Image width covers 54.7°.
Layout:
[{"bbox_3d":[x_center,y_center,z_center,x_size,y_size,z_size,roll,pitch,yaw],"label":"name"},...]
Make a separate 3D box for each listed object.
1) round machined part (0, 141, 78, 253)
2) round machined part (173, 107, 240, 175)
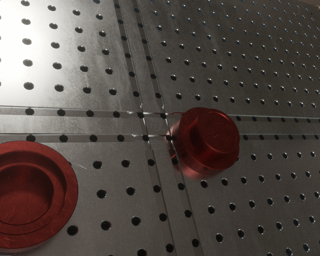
[{"bbox_3d":[-0.130,0.064,0.288,0.099,0.042,0.098,14,56,-21],"label":"round machined part"},{"bbox_3d":[0.071,0.012,0.430,0.099,0.042,0.098,14,56,-21],"label":"round machined part"}]
